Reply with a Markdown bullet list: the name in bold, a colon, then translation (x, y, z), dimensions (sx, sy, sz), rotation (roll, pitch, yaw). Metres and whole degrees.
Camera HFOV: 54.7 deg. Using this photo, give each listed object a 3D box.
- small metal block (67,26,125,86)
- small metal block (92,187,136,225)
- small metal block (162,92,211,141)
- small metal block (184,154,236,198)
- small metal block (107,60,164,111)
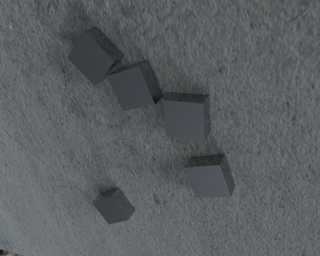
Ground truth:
- **small metal block**: translation (-0.081, -0.090, 0.392), dimensions (0.050, 0.025, 0.050), rotation (46, 129, -5)
- **small metal block**: translation (-0.079, 0.134, 0.529), dimensions (0.050, 0.025, 0.050), rotation (-25, 105, 36)
- **small metal block**: translation (0.034, -0.015, 0.379), dimensions (0.050, 0.025, 0.050), rotation (7, 122, 24)
- **small metal block**: translation (0.066, 0.064, 0.411), dimensions (0.050, 0.025, 0.050), rotation (-9, 114, 32)
- **small metal block**: translation (-0.031, -0.052, 0.389), dimensions (0.050, 0.025, 0.050), rotation (-10, 114, 32)
